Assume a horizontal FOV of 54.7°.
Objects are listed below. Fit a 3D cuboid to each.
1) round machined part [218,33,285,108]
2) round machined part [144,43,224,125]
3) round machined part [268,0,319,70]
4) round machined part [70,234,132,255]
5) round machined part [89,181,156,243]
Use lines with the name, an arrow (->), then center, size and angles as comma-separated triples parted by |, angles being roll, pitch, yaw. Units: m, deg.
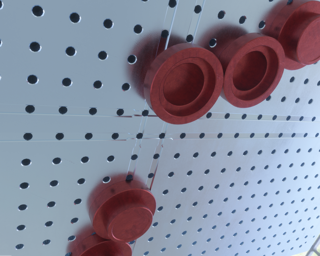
round machined part -> 0.115, -0.079, 0.416 | 0.099, 0.042, 0.097 | -14, 125, -21
round machined part -> 0.025, -0.056, 0.381 | 0.099, 0.042, 0.097 | -14, 124, -21
round machined part -> 0.204, -0.127, 0.436 | 0.099, 0.042, 0.097 | -14, 125, -21
round machined part -> -0.089, 0.213, 0.485 | 0.099, 0.042, 0.097 | -14, 125, -21
round machined part -> -0.050, 0.129, 0.454 | 0.099, 0.042, 0.097 | -14, 125, -21
